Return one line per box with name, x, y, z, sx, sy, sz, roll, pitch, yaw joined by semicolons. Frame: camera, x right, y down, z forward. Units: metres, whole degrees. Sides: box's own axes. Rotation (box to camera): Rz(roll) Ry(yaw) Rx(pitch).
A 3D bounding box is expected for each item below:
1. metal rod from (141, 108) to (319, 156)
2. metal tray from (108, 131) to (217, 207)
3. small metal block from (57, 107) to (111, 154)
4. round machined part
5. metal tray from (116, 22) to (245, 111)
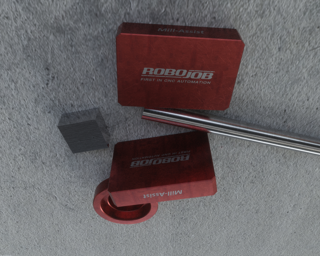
metal rod;0.124;0.006;0.414;0.302;0.025;0.025;12;129;-11
metal tray;0.003;0.051;0.407;0.131;0.090;0.030;-8;130;6
small metal block;-0.099;0.004;0.409;0.050;0.025;0.050;-10;130;8
round machined part;-0.052;0.106;0.485;0.099;0.042;0.097;-1;130;0
metal tray;0.019;-0.066;0.348;0.131;0.030;0.089;2;130;-3
